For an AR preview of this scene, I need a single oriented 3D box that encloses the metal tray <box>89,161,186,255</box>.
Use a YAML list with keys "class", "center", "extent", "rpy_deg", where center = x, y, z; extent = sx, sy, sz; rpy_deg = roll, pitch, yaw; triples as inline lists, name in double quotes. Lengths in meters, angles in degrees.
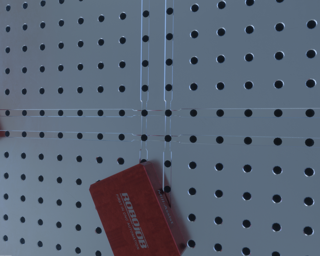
- class: "metal tray"
  center: [-0.032, 0.121, 0.420]
  extent: [0.090, 0.030, 0.129]
  rpy_deg: [-25, 82, 17]
